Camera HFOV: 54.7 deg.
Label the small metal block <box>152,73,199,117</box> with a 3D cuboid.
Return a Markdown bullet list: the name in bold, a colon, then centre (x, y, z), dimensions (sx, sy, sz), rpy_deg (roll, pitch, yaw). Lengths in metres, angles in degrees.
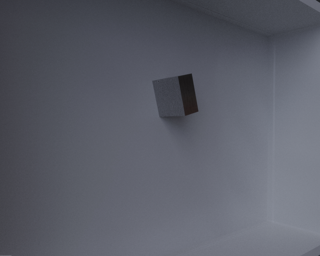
- **small metal block**: centre (0.020, -0.042, 0.409), dimensions (0.025, 0.050, 0.050), rpy_deg (-19, 102, -39)
